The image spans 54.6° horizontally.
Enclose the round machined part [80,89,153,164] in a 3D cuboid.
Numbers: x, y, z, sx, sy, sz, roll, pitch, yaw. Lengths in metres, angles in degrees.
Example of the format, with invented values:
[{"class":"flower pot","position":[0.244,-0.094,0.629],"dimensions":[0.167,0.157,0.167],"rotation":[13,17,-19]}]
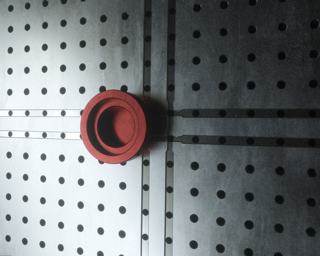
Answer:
[{"class":"round machined part","position":[-0.055,-0.002,0.424],"dimensions":[0.098,0.042,0.097],"rotation":[0,90,20]}]
